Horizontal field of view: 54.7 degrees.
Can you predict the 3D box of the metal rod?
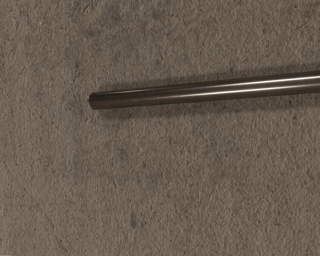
[{"bbox_3d":[0.048,-0.045,0.391,0.301,0.025,0.025,-3,89,19],"label":"metal rod"}]
